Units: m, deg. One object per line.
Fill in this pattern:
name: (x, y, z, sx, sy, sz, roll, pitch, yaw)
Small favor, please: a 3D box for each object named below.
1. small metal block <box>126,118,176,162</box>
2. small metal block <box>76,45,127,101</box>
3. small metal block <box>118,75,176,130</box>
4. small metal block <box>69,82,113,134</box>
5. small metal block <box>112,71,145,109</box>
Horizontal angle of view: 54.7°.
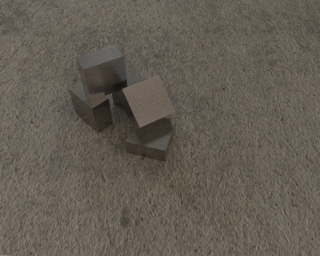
small metal block: (-0.011, 0.011, 0.395, 0.050, 0.025, 0.050, 13, 51, 10)
small metal block: (-0.070, -0.067, 0.379, 0.050, 0.050, 0.025, -23, 54, -19)
small metal block: (-0.017, -0.031, 0.383, 0.050, 0.025, 0.050, -25, 92, -20)
small metal block: (-0.091, -0.028, 0.411, 0.050, 0.050, 0.025, 38, 59, 27)
small metal block: (-0.039, -0.048, 0.429, 0.050, 0.050, 0.025, 26, 55, 19)
